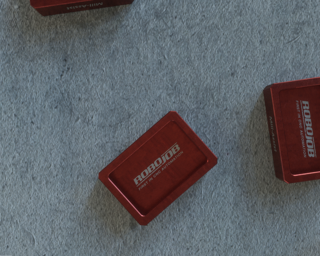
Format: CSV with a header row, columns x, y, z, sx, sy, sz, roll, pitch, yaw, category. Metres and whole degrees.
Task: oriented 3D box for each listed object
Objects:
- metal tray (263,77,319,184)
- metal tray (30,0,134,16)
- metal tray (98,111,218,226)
x,y,z,sx,sy,sz,roll,pitch,yaw,category
0.194,0.001,0.408,0.091,0.030,0.129,-8,90,0,metal tray
-0.105,-0.204,0.406,0.131,0.030,0.089,-8,90,0,metal tray
-0.002,0.051,0.407,0.130,0.030,0.090,-41,90,0,metal tray
